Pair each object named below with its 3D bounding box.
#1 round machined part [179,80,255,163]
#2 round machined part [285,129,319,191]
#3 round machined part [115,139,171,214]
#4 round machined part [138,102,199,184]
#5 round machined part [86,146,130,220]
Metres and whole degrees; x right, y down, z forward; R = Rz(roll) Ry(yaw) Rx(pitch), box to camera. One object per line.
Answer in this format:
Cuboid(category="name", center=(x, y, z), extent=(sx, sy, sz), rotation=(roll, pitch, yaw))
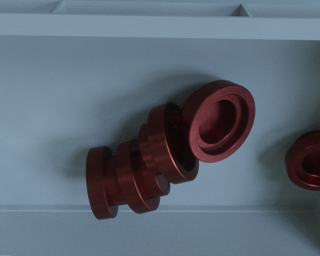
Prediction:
Cuboid(category="round machined part", center=(0.063, -0.011, 0.371), extent=(0.099, 0.042, 0.097), rotation=(-15, 121, -27))
Cuboid(category="round machined part", center=(0.225, 0.040, 0.431), extent=(0.099, 0.042, 0.097), rotation=(4, 131, 5))
Cuboid(category="round machined part", center=(-0.017, 0.061, 0.413), extent=(0.042, 0.098, 0.098), rotation=(-18, 128, 14))
Cuboid(category="round machined part", center=(0.009, 0.021, 0.380), extent=(0.042, 0.098, 0.098), rotation=(-18, 129, 24))
Cuboid(category="round machined part", center=(-0.066, 0.072, 0.422), extent=(0.042, 0.098, 0.097), rotation=(-8, 130, 1))
